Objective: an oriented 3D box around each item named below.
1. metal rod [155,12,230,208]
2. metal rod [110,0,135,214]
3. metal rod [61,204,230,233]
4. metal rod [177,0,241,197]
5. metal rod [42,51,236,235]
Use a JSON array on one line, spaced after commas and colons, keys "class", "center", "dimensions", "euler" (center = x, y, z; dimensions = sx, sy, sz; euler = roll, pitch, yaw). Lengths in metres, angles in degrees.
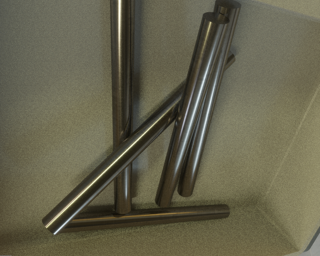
[{"class": "metal rod", "center": [0.028, 0.006, 0.384], "dimensions": [0.025, 0.025, 0.298], "euler": [-11, 137, -23]}, {"class": "metal rod", "center": [-0.045, -0.012, 0.377], "dimensions": [0.025, 0.025, 0.298], "euler": [-11, 123, -23]}, {"class": "metal rod", "center": [-0.008, 0.141, 0.492], "dimensions": [0.302, 0.025, 0.025], "euler": [6, 116, -31]}, {"class": "metal rod", "center": [0.053, -0.009, 0.396], "dimensions": [0.025, 0.025, 0.298], "euler": [-14, 136, -21]}, {"class": "metal rod", "center": [-0.018, 0.009, 0.376], "dimensions": [0.301, 0.025, 0.025], "euler": [-44, 130, -10]}]
